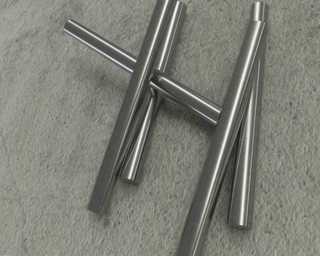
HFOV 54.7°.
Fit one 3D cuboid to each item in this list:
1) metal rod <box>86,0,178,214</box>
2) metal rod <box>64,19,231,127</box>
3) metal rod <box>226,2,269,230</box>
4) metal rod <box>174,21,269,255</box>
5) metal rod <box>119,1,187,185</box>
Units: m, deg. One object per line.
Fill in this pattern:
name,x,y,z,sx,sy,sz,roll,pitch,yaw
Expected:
metal rod,-0.032,-0.040,0.392,0.025,0.025,0.299,16,86,34
metal rod,-0.031,-0.083,0.429,0.300,0.025,0.025,35,81,25
metal rod,0.108,-0.035,0.367,0.025,0.025,0.300,-1,61,27
metal rod,0.068,0.017,0.335,0.025,0.025,0.299,11,74,32
metal rod,-0.003,-0.066,0.444,0.025,0.025,0.300,1,62,28
